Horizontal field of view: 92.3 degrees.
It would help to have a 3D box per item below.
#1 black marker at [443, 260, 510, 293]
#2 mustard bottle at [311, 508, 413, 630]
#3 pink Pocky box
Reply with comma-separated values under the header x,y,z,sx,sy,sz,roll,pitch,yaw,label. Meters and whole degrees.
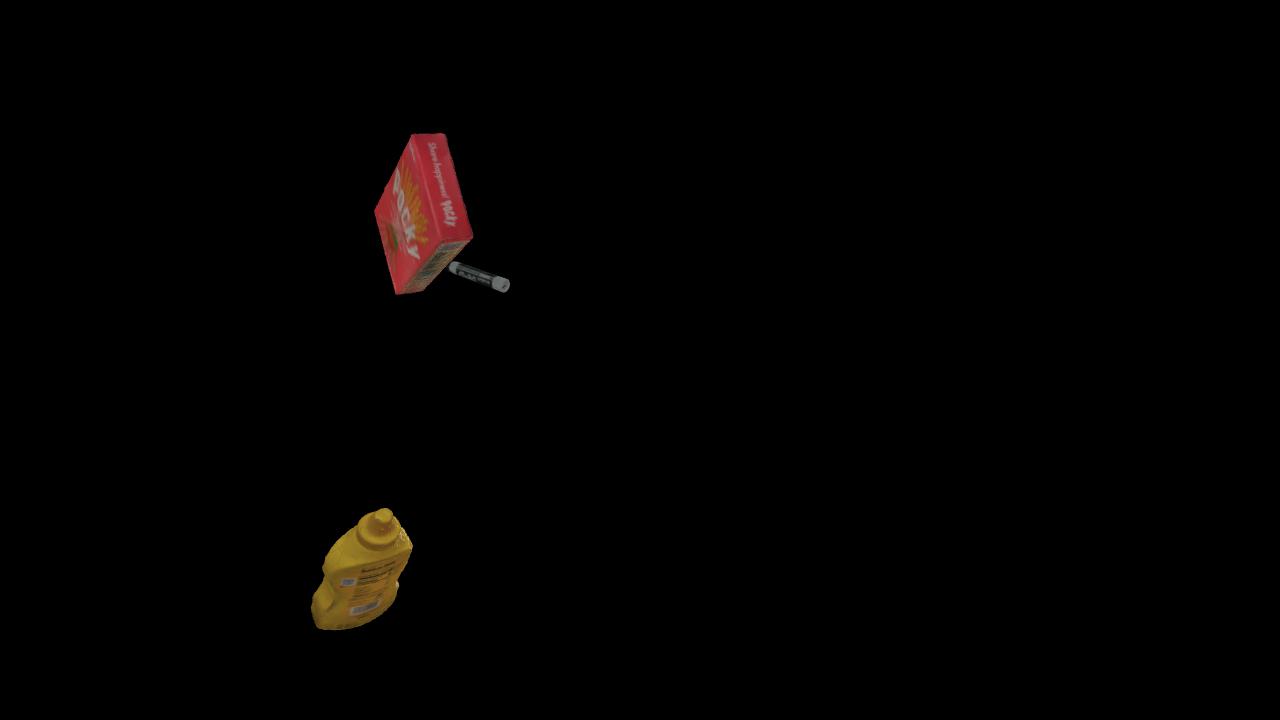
x,y,z,sx,sy,sz,roll,pitch,yaw,label
-0.226,-0.116,0.822,0.121,0.020,0.020,21,9,23,black marker
-0.298,0.224,0.674,0.092,0.184,0.054,-1,44,-39,mustard bottle
-0.185,-0.115,0.514,0.029,0.084,0.155,-15,-1,-35,pink Pocky box
